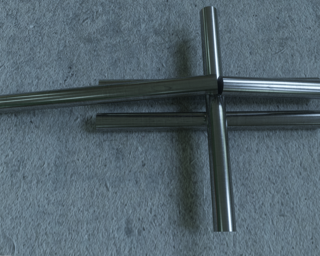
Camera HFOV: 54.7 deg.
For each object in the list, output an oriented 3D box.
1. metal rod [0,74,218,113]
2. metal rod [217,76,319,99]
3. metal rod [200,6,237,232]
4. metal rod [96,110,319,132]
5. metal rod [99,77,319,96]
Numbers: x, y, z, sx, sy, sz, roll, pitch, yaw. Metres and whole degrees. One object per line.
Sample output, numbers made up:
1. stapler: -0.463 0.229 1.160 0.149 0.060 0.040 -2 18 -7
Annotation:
1. metal rod: -0.080 -0.042 0.397 0.302 0.025 0.025 -4 70 8
2. metal rod: 0.221 -0.049 0.404 0.302 0.025 0.025 1 70 -11
3. metal rod: 0.071 -0.026 0.393 0.025 0.025 0.299 0 70 -1
4. metal rod: 0.068 -0.010 0.413 0.302 0.025 0.025 -1 70 -1
5. metal rod: 0.068 -0.056 0.430 0.302 0.025 0.025 -1 70 -1
